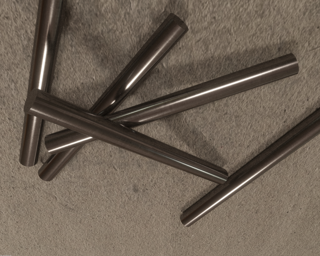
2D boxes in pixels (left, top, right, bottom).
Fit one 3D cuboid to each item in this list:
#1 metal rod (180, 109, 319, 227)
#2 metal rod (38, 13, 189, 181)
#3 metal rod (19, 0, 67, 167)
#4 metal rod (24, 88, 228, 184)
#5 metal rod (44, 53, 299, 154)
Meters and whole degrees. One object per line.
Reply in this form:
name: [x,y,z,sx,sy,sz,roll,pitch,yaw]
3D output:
metal rod: [0.133,0.070,0.469,0.025,0.025,0.299,29,124,-23]
metal rod: [-0.075,-0.020,0.389,0.025,0.025,0.299,32,123,-25]
metal rod: [-0.135,-0.061,0.353,0.025,0.025,0.298,16,128,-14]
metal rod: [-0.013,0.024,0.378,0.301,0.025,0.025,25,127,-39]
metal rod: [0.008,-0.026,0.364,0.301,0.025,0.025,-18,128,6]
